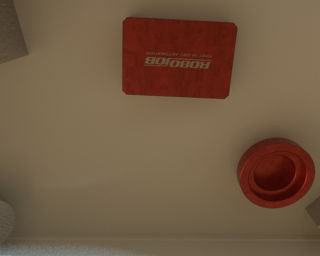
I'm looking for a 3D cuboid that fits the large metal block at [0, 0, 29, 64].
[{"bbox_3d":[-0.195,-0.111,0.338,0.050,0.080,0.079,-8,110,2],"label":"large metal block"}]

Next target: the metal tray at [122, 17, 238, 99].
[{"bbox_3d":[0.021,-0.085,0.378,0.131,0.030,0.089,2,110,-2],"label":"metal tray"}]

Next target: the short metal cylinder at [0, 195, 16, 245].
[{"bbox_3d":[-0.247,0.123,0.418,0.050,0.081,0.079,21,116,39],"label":"short metal cylinder"}]

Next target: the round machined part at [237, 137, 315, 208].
[{"bbox_3d":[0.155,0.058,0.426,0.099,0.042,0.097,0,110,-1],"label":"round machined part"}]

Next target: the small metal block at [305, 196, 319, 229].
[{"bbox_3d":[0.245,0.120,0.444,0.025,0.050,0.050,40,105,-5],"label":"small metal block"}]
